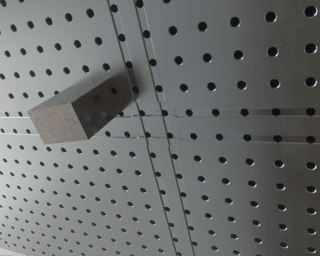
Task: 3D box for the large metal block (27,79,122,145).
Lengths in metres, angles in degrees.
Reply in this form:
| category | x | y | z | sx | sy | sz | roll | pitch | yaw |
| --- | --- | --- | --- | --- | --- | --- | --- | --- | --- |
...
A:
| category | x | y | z | sx | sy | sz | roll | pitch | yaw |
| --- | --- | --- | --- | --- | --- | --- | --- | --- | --- |
| large metal block | -0.113 | -0.022 | 0.419 | 0.080 | 0.080 | 0.050 | -7 | 115 | 31 |
